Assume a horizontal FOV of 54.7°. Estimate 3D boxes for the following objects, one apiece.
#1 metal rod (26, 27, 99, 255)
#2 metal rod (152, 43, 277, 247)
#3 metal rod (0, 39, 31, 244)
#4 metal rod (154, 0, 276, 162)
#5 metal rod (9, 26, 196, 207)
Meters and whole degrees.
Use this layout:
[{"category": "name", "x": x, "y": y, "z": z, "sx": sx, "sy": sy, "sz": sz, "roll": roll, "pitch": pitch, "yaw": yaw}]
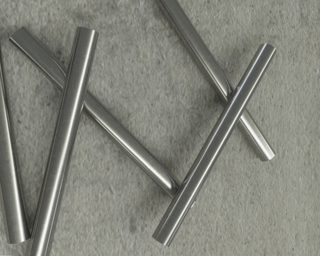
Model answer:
[{"category": "metal rod", "x": -0.114, "y": 0.037, "z": 0.349, "sx": 0.025, "sy": 0.025, "sz": 0.298, "roll": 12, "pitch": 92, "yaw": -20}, {"category": "metal rod", "x": 0.077, "y": 0.014, "z": 0.411, "sx": 0.025, "sy": 0.025, "sz": 0.300, "roll": 35, "pitch": 79, "yaw": -17}, {"category": "metal rod", "x": -0.179, "y": -0.022, "z": 0.342, "sx": 0.025, "sy": 0.025, "sz": 0.298, "roll": -9, "pitch": 93, "yaw": -20}, {"category": "metal rod", "x": 0.078, "y": -0.075, "z": 0.438, "sx": 0.025, "sy": 0.025, "sz": 0.299, "roll": -40, "pitch": 103, "yaw": -16}, {"category": "metal rod", "x": -0.060, "y": -0.001, "z": 0.387, "sx": 0.300, "sy": 0.025, "sz": 0.025, "roll": 46, "pitch": 76, "yaw": -15}]
